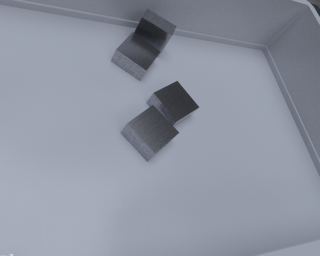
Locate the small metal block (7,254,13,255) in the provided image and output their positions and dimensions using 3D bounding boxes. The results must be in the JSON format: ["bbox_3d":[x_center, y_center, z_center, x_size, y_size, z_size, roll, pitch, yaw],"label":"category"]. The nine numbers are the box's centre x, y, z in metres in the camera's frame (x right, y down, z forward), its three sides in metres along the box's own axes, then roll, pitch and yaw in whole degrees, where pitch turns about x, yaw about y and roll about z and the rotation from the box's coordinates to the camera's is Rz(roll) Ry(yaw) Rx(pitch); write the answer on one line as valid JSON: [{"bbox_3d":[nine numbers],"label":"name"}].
[{"bbox_3d":[-0.139,0.123,0.239,0.050,0.050,0.025,-12,68,-33],"label":"small metal block"}]

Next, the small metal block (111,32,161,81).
[{"bbox_3d":[-0.035,-0.104,0.450,0.050,0.025,0.050,34,51,-6],"label":"small metal block"}]

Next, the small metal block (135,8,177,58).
[{"bbox_3d":[-0.011,-0.143,0.471,0.050,0.050,0.025,29,52,-10],"label":"small metal block"}]

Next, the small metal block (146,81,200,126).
[{"bbox_3d":[0.018,-0.032,0.435,0.050,0.025,0.050,-32,80,-38],"label":"small metal block"}]

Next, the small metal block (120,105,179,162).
[{"bbox_3d":[-0.012,0.006,0.395,0.050,0.025,0.050,47,51,4],"label":"small metal block"}]
